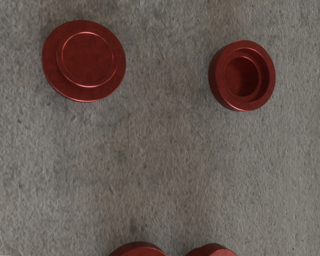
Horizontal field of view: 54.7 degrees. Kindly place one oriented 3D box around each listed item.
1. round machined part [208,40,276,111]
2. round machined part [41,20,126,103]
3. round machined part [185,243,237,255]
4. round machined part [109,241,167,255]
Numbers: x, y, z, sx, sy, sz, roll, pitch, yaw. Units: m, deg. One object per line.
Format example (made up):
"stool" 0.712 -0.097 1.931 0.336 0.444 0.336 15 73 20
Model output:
"round machined part" 0.112 -0.072 0.443 0.099 0.042 0.097 0 90 -21
"round machined part" -0.088 -0.080 0.368 0.099 0.042 0.097 0 90 -21
"round machined part" 0.060 0.202 0.415 0.099 0.042 0.097 -5 99 -34
"round machined part" -0.032 0.191 0.389 0.099 0.042 0.097 0 90 -20
